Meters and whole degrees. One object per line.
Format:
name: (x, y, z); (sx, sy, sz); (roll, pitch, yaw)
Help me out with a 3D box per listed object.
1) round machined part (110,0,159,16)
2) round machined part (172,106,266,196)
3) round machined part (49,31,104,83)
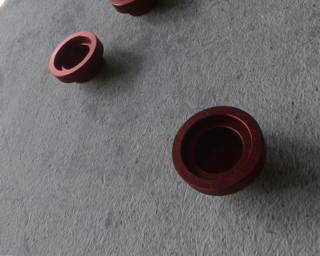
round machined part: (-0.039, -0.243, 0.563); (0.098, 0.042, 0.098); (-13, 56, 21)
round machined part: (0.066, 0.028, 0.341); (0.098, 0.042, 0.098); (-13, 56, 21)
round machined part: (-0.139, -0.117, 0.538); (0.098, 0.042, 0.098); (-13, 56, 21)
